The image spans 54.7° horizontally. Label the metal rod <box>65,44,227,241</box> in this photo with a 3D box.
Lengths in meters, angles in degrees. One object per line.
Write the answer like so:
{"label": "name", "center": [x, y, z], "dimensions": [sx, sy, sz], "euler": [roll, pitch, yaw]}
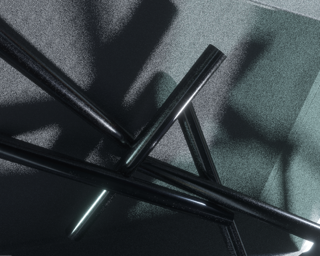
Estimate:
{"label": "metal rod", "center": [-0.024, 0.026, 0.385], "dimensions": [0.025, 0.025, 0.299], "euler": [30, 104, -38]}

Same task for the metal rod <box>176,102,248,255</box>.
{"label": "metal rod", "center": [0.079, 0.096, 0.434], "dimensions": [0.025, 0.025, 0.298], "euler": [-25, 103, -14]}

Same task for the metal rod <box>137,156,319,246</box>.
{"label": "metal rod", "center": [0.097, 0.094, 0.401], "dimensions": [0.301, 0.025, 0.025], "euler": [21, 112, 5]}

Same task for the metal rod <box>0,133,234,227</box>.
{"label": "metal rod", "center": [-0.043, 0.068, 0.369], "dimensions": [0.302, 0.025, 0.025], "euler": [21, 108, -17]}

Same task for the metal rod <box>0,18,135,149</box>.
{"label": "metal rod", "center": [-0.112, -0.054, 0.284], "dimensions": [0.025, 0.025, 0.300], "euler": [-43, 139, 1]}
